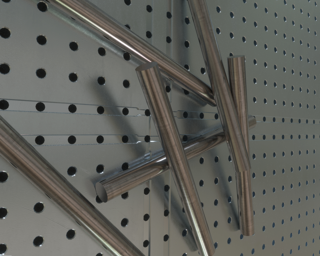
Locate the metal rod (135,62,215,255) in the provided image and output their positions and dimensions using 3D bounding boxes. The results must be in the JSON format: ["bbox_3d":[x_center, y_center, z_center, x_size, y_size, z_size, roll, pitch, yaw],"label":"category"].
[{"bbox_3d":[0.028,0.060,0.400,0.025,0.025,0.299,-38,123,-33],"label":"metal rod"}]

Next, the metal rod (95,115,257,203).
[{"bbox_3d":[0.045,0.031,0.445,0.302,0.025,0.025,-21,103,-38],"label":"metal rod"}]

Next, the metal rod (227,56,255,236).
[{"bbox_3d":[0.129,0.038,0.487,0.025,0.025,0.298,-24,114,-37],"label":"metal rod"}]

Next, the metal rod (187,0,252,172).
[{"bbox_3d":[0.080,-0.083,0.446,0.025,0.025,0.299,-17,93,-39],"label":"metal rod"}]

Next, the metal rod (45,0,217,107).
[{"bbox_3d":[-0.022,-0.097,0.389,0.301,0.025,0.025,26,74,-37],"label":"metal rod"}]

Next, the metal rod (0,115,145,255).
[{"bbox_3d":[-0.092,0.081,0.331,0.025,0.025,0.300,-51,120,-27],"label":"metal rod"}]
